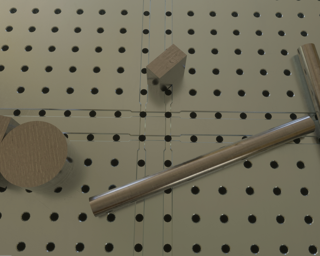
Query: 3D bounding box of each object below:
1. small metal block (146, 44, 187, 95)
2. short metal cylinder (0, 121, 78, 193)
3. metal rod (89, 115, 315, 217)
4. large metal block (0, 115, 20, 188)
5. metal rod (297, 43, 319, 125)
[{"bbox_3d":[0.009,-0.080,0.428,0.050,0.050,0.025,-43,76,-14],"label":"small metal block"},{"bbox_3d":[-0.148,0.037,0.383,0.081,0.050,0.080,0,70,-1],"label":"short metal cylinder"},{"bbox_3d":[0.059,0.045,0.395,0.302,0.025,0.025,-20,72,-8],"label":"metal rod"},{"bbox_3d":[-0.228,0.024,0.387,0.080,0.050,0.080,11,70,4],"label":"large metal block"},{"bbox_3d":[0.232,0.022,0.406,0.025,0.025,0.299,-6,70,-3],"label":"metal rod"}]
